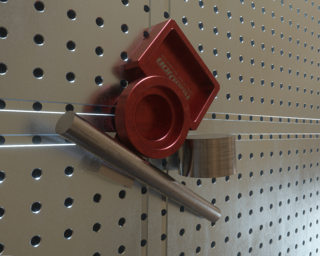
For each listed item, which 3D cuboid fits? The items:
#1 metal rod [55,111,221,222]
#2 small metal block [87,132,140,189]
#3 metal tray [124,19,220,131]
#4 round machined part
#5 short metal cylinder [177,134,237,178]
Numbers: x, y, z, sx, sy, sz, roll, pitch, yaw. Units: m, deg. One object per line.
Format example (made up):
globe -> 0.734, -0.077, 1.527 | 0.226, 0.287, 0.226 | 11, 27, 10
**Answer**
metal rod -> -0.001, 0.065, 0.384 | 0.301, 0.025, 0.025 | 39, 66, -43
small metal block -> -0.050, 0.039, 0.369 | 0.050, 0.025, 0.050 | 35, 68, -35
metal tray -> 0.023, -0.069, 0.426 | 0.130, 0.030, 0.090 | 47, 61, -30
round machined part -> -0.013, -0.012, 0.379 | 0.099, 0.042, 0.097 | 0, 90, -38
short metal cylinder -> 0.064, 0.036, 0.428 | 0.081, 0.080, 0.050 | -5, 94, -40
